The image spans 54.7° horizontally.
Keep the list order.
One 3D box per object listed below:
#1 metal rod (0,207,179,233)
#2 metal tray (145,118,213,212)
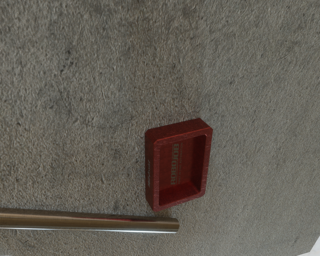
[{"bbox_3d":[-0.095,0.133,0.438,0.302,0.025,0.025,15,111,-35],"label":"metal rod"},{"bbox_3d":[0.026,0.055,0.453,0.091,0.030,0.129,-13,124,-22],"label":"metal tray"}]
